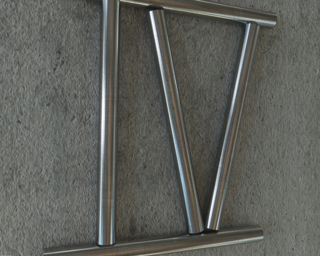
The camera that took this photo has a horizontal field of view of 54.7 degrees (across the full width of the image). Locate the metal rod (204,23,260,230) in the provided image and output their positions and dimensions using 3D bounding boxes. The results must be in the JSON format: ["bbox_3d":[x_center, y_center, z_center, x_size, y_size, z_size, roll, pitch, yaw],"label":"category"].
[{"bbox_3d":[0.104,-0.005,0.449,0.025,0.025,0.298,14,85,-20],"label":"metal rod"}]

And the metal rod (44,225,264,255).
[{"bbox_3d":[0.006,0.155,0.413,0.303,0.025,0.025,1,90,-21],"label":"metal rod"}]

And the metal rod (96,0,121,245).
[{"bbox_3d":[-0.064,-0.008,0.386,0.025,0.025,0.298,1,90,-20],"label":"metal rod"}]

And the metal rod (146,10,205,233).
[{"bbox_3d":[0.021,-0.006,0.418,0.025,0.025,0.298,-12,94,-20],"label":"metal rod"}]

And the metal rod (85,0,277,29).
[{"bbox_3d":[0.029,-0.167,0.422,0.303,0.025,0.025,1,90,-21],"label":"metal rod"}]
